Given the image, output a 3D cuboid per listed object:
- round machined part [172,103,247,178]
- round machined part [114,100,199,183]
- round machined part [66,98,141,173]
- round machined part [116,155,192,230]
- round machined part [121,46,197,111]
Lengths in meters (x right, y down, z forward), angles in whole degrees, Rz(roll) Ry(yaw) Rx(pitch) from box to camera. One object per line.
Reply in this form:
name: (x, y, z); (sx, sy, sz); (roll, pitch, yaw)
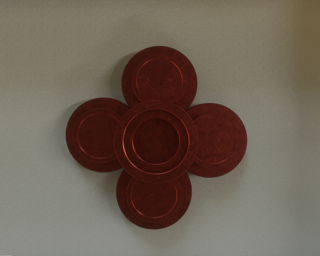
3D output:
round machined part: (0.064, 0.016, 0.401); (0.099, 0.042, 0.097); (0, 90, 0)
round machined part: (-0.004, 0.015, 0.380); (0.099, 0.042, 0.097); (0, 90, 0)
round machined part: (-0.073, 0.009, 0.400); (0.099, 0.042, 0.097); (0, 90, 0)
round machined part: (-0.008, 0.083, 0.401); (0.099, 0.042, 0.097); (0, 88, -1)
round machined part: (-0.001, -0.058, 0.400); (0.099, 0.042, 0.097); (0, 90, 0)
